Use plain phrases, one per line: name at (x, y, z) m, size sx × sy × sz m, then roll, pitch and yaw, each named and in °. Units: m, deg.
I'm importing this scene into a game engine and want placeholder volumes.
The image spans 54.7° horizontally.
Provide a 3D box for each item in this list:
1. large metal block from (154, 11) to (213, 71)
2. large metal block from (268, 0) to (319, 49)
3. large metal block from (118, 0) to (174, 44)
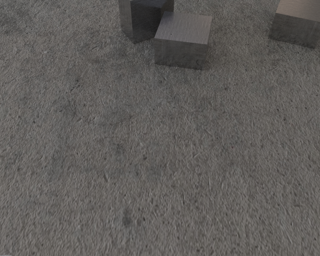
large metal block at (0.039, -0.144, 0.508) m, size 0.080 × 0.050 × 0.080 m, roll 9°, pitch 51°, yaw 7°
large metal block at (0.246, -0.193, 0.551) m, size 0.080 × 0.050 × 0.080 m, roll 18°, pitch 52°, yaw 15°
large metal block at (-0.024, -0.204, 0.538) m, size 0.081 × 0.080 × 0.050 m, roll -24°, pitch 54°, yaw -19°
